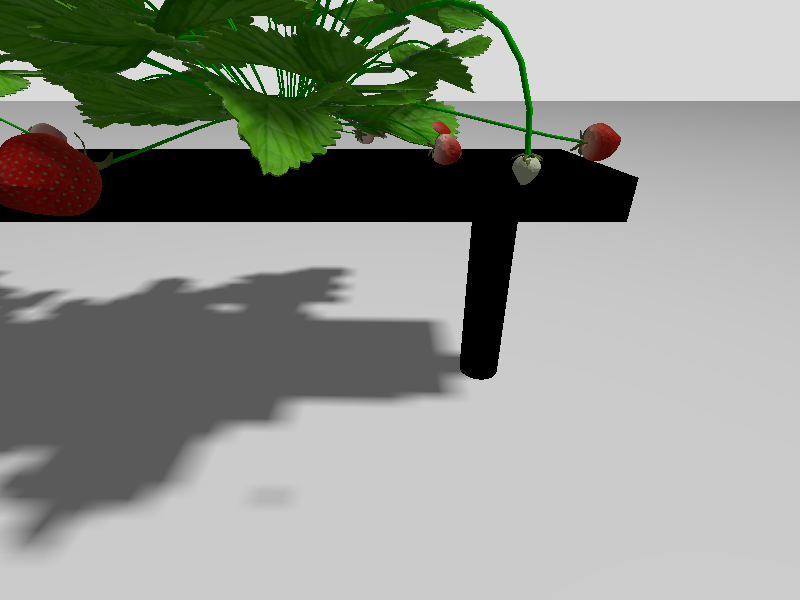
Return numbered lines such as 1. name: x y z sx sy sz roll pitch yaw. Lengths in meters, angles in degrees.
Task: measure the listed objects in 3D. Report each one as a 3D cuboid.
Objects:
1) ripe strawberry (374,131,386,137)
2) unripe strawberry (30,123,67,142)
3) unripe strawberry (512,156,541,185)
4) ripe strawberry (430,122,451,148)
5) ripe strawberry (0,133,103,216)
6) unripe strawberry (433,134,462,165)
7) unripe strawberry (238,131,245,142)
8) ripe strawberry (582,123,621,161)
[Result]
1. ripe strawberry: -0.027 -0.217 0.485 0.034 0.036 0.037 9 29 17
2. unripe strawberry: -0.319 -0.148 0.365 0.025 0.024 0.023 -3 28 -11
3. unripe strawberry: 0.051 -0.052 0.161 0.010 0.011 0.011 -20 34 -33
4. ripe strawberry: 0.036 -0.153 0.372 0.027 0.023 0.027 -10 29 -19
5. ripe strawberry: -0.151 -0.051 0.168 0.039 0.033 0.039 9 30 17
6. unripe strawberry: 0.035 -0.108 0.290 0.021 0.022 0.019 24 32 8
7. unripe strawberry: -0.159 -0.176 0.421 0.022 0.019 0.022 -17 32 -29
8. ripe strawberry: 0.161 -0.126 0.320 0.029 0.028 0.027 1 28 1
